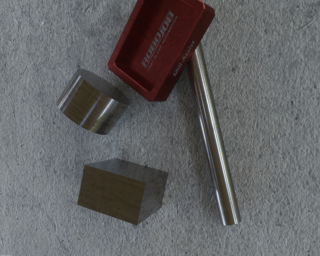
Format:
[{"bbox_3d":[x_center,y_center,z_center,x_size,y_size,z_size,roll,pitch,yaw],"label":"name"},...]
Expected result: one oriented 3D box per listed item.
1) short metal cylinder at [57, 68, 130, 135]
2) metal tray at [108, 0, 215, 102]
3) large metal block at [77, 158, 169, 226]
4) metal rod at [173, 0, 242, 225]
[{"bbox_3d":[-0.087,-0.035,0.410,0.080,0.080,0.050,40,103,15],"label":"short metal cylinder"},{"bbox_3d":[-0.003,-0.109,0.388,0.090,0.030,0.129,40,113,24],"label":"metal tray"},{"bbox_3d":[-0.044,0.076,0.395,0.080,0.080,0.050,13,95,19],"label":"large metal block"},{"bbox_3d":[0.056,-0.031,0.389,0.025,0.025,0.298,-13,86,19],"label":"metal rod"}]
